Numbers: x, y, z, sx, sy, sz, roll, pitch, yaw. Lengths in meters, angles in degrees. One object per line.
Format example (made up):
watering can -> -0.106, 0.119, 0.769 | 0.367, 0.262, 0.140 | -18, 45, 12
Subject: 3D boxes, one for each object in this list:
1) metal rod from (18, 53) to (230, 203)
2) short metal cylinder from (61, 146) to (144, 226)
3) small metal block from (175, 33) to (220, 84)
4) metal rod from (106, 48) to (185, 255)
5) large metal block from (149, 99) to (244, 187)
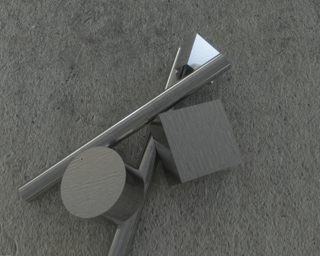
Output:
metal rod -> -0.040, -0.003, 0.391 | 0.301, 0.025, 0.025 | -34, 74, -5
short metal cylinder -> -0.065, 0.068, 0.357 | 0.080, 0.050, 0.080 | -9, 62, 18
small metal block -> 0.053, -0.093, 0.430 | 0.050, 0.025, 0.050 | 30, 67, -32
metal rod -> -0.009, 0.026, 0.399 | 0.025, 0.025, 0.299 | 16, 71, 6
large metal block -> 0.042, 0.018, 0.374 | 0.081, 0.050, 0.080 | -15, 80, -19
